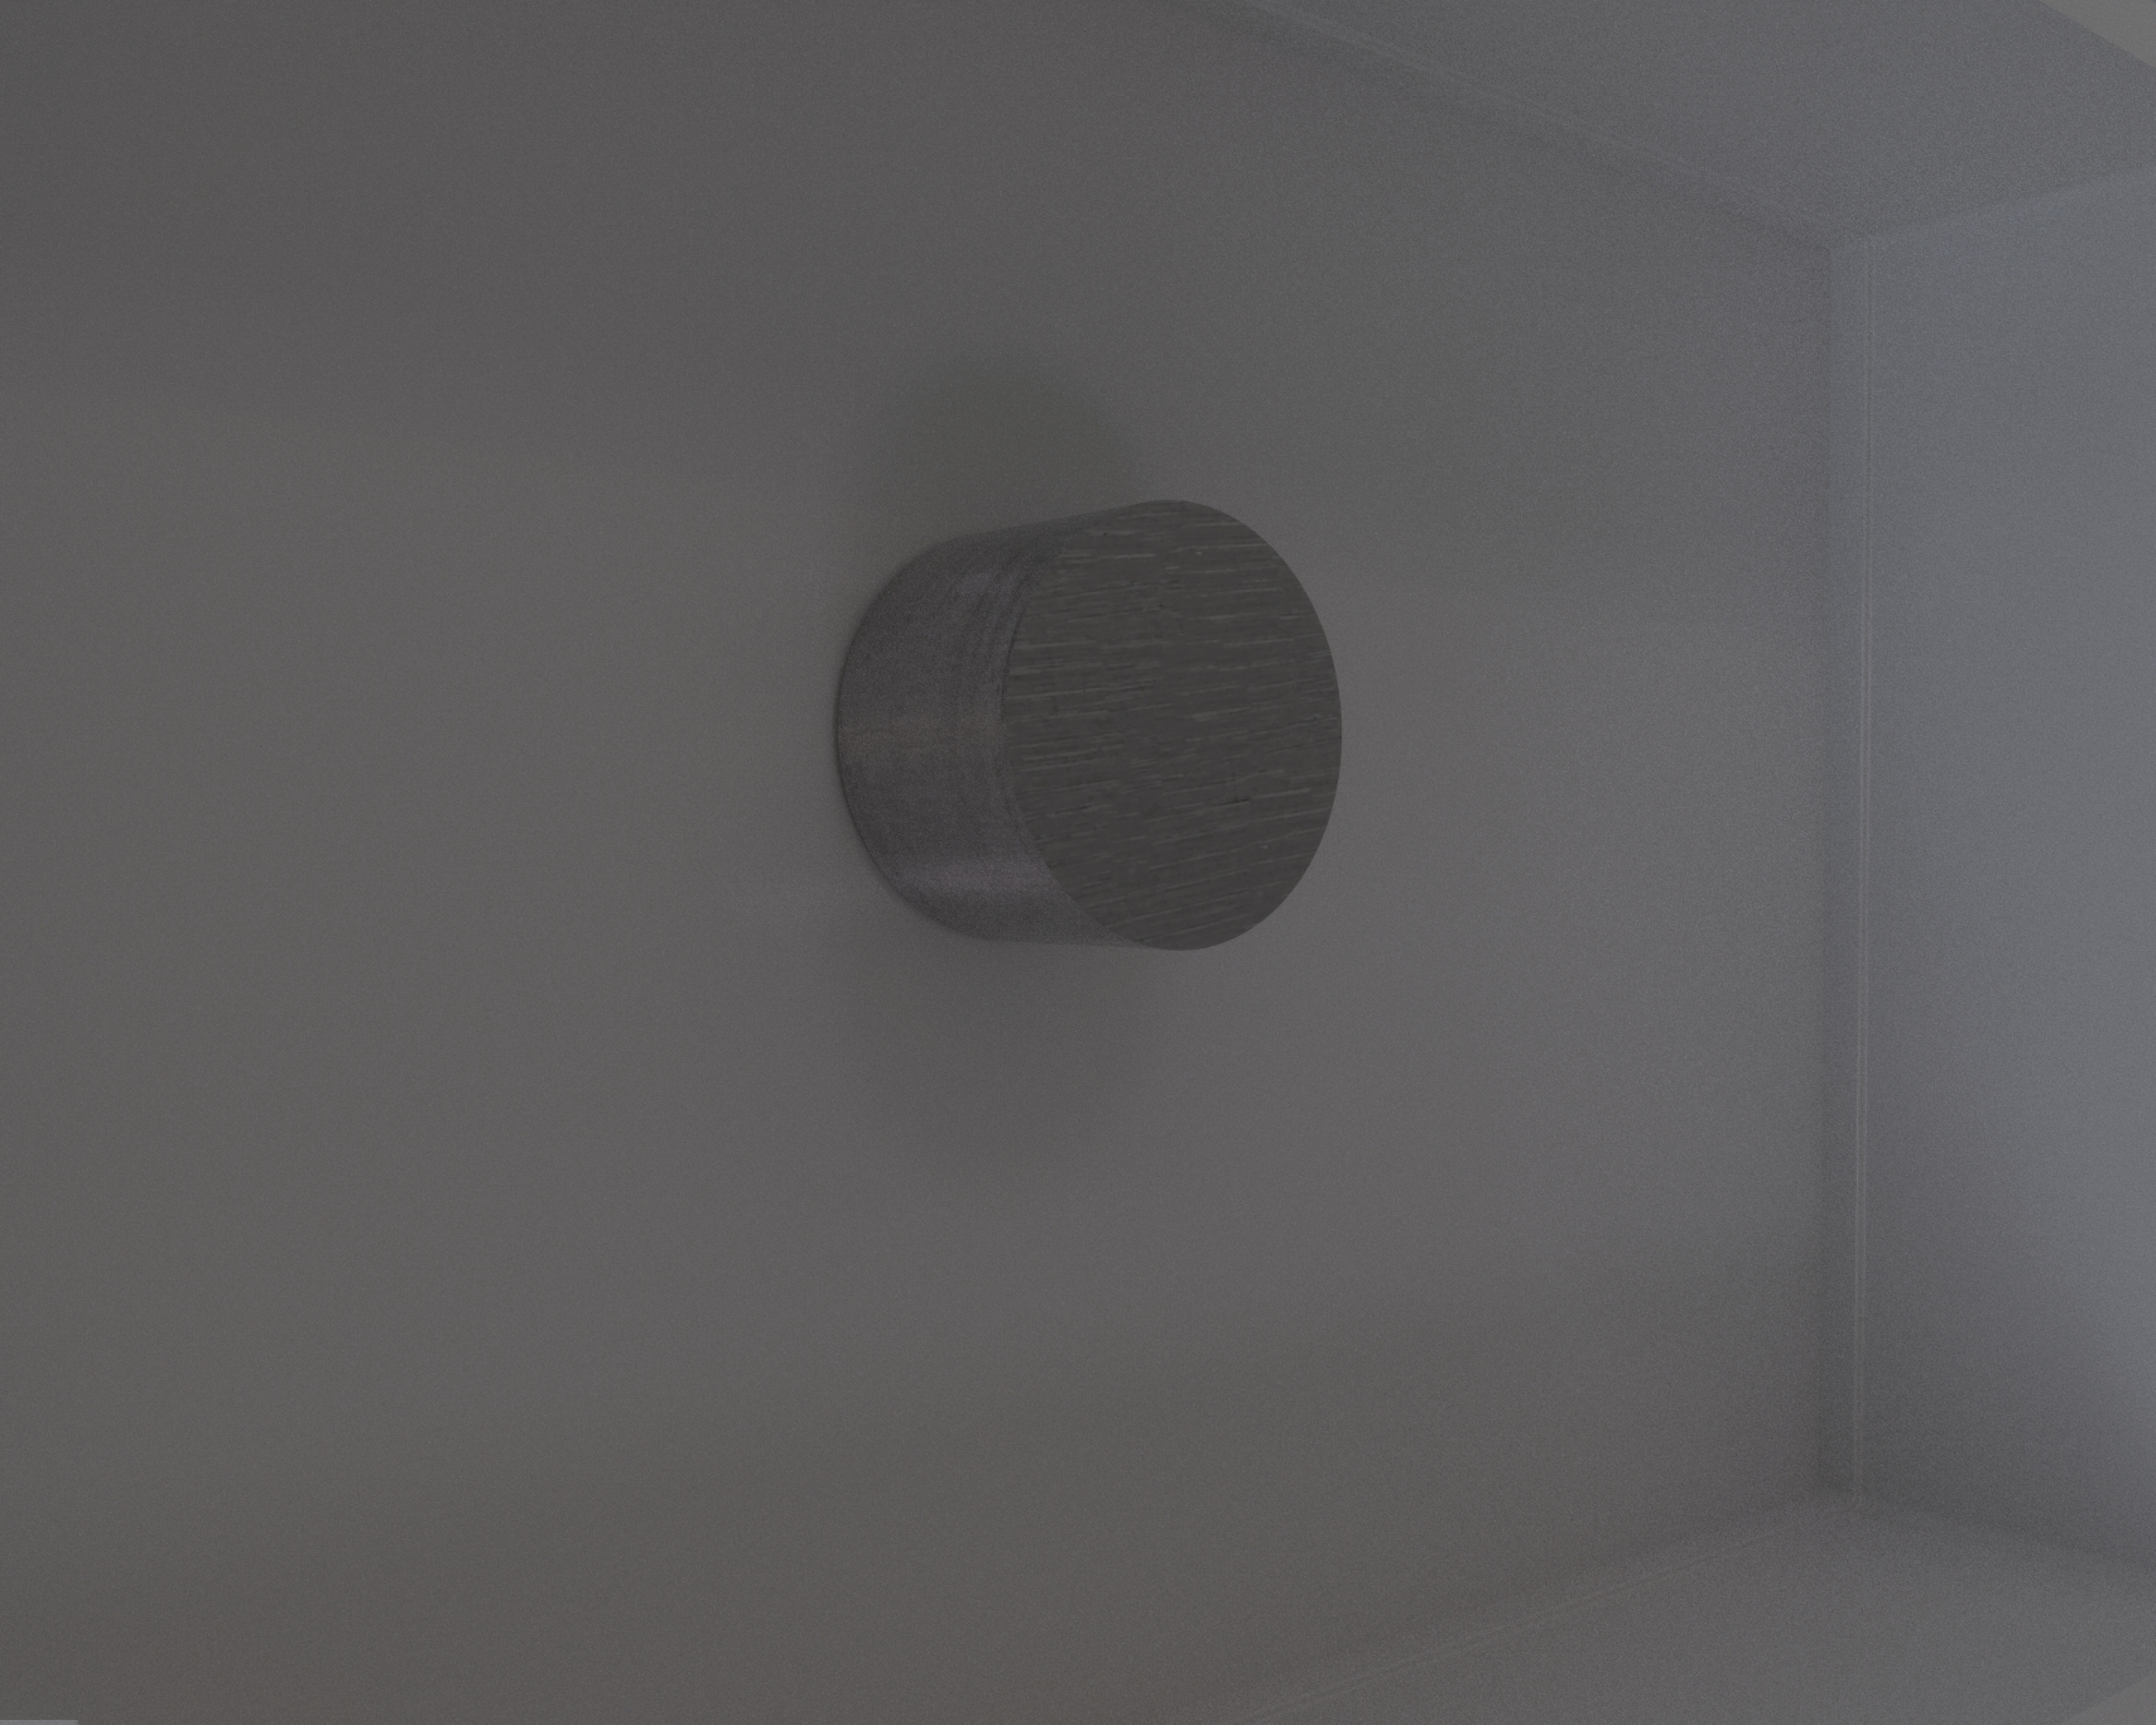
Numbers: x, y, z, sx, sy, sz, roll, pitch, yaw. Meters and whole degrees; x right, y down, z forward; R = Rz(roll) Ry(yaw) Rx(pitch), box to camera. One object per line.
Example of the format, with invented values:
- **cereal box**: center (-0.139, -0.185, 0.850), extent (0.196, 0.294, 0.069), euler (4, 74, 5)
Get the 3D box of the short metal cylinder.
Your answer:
- **short metal cylinder**: center (0.003, -0.024, 0.389), extent (0.081, 0.050, 0.080), euler (0, 90, -40)
